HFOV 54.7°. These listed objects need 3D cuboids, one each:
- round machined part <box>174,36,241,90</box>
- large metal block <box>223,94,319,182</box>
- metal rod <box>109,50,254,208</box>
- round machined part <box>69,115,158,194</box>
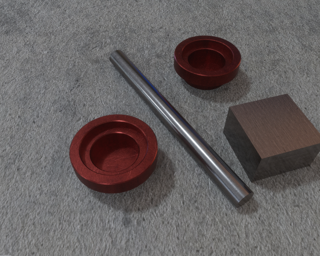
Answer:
[{"bbox_3d":[0.070,-0.096,0.473,0.099,0.042,0.098,0,50,0],"label":"round machined part"},{"bbox_3d":[0.135,0.010,0.379,0.081,0.050,0.080,-13,51,-11],"label":"large metal block"},{"bbox_3d":[0.011,-0.018,0.418,0.025,0.025,0.300,-26,55,-20],"label":"metal rod"},{"bbox_3d":[-0.052,0.034,0.364,0.099,0.042,0.098,0,50,0],"label":"round machined part"}]
